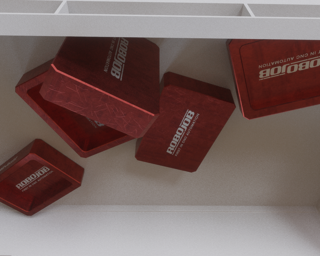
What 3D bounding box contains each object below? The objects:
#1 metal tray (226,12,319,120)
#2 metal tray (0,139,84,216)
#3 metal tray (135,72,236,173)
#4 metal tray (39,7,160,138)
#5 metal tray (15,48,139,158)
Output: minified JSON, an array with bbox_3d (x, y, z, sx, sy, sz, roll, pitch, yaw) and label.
[{"bbox_3d":[0.144,-0.068,0.328,0.130,0.030,0.089,-13,108,10],"label":"metal tray"},{"bbox_3d":[-0.192,0.080,0.471,0.130,0.030,0.090,-32,124,24],"label":"metal tray"},{"bbox_3d":[0.028,-0.002,0.404,0.091,0.030,0.129,14,129,-12],"label":"metal tray"},{"bbox_3d":[-0.046,-0.058,0.290,0.090,0.130,0.030,24,126,-19],"label":"metal tray"},{"bbox_3d":[-0.096,-0.026,0.382,0.090,0.030,0.130,-22,127,17],"label":"metal tray"}]
